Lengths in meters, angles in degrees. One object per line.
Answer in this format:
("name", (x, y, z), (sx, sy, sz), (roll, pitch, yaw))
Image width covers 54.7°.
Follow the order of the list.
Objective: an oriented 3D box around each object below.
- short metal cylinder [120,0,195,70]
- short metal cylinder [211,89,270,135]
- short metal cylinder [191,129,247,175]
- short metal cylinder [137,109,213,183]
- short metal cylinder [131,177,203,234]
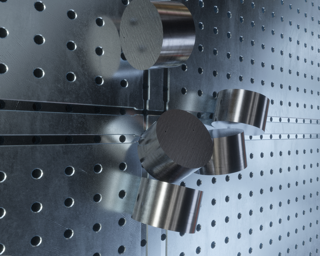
("short metal cylinder", (-0.004, -0.112, 0.371), (0.050, 0.080, 0.079), (-15, 100, -40))
("short metal cylinder", (0.125, -0.023, 0.481), (0.080, 0.080, 0.050), (21, 77, -38))
("short metal cylinder", (0.082, 0.032, 0.445), (0.081, 0.080, 0.050), (-13, 99, -40))
("short metal cylinder", (0.019, 0.023, 0.390), (0.081, 0.050, 0.080), (17, 54, -24))
("short metal cylinder", (0.009, 0.094, 0.384), (0.080, 0.080, 0.050), (22, 77, -38))
